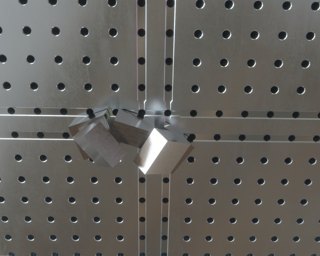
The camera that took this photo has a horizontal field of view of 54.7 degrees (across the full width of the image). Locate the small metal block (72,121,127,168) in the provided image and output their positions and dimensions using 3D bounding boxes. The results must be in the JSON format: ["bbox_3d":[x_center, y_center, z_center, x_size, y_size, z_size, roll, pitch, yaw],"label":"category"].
[{"bbox_3d":[-0.074,0.021,0.377,0.025,0.050,0.050,-46,108,-25],"label":"small metal block"}]

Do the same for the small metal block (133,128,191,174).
[{"bbox_3d":[0.003,0.030,0.383,0.050,0.025,0.050,11,118,-52],"label":"small metal block"}]

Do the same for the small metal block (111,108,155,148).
[{"bbox_3d":[-0.035,0.001,0.400,0.050,0.050,0.025,18,109,-7],"label":"small metal block"}]

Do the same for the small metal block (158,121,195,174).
[{"bbox_3d":[0.011,0.027,0.424,0.050,0.025,0.050,34,106,-12],"label":"small metal block"}]

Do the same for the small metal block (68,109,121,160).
[{"bbox_3d":[-0.086,0.009,0.416,0.050,0.025,0.050,-18,109,6],"label":"small metal block"}]
